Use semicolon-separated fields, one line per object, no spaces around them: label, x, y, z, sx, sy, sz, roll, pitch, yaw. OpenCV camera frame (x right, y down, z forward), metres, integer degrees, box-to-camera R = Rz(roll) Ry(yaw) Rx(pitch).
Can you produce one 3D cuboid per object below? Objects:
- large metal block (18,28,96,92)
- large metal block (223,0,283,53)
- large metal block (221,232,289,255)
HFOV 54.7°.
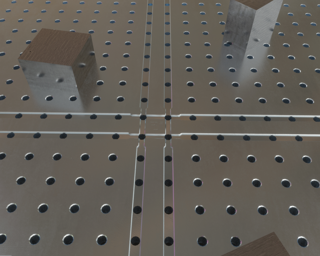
large metal block;-0.155;-0.106;0.478;0.080;0.050;0.080;9;51;7
large metal block;0.160;-0.190;0.533;0.080;0.080;0.050;-36;59;-26
large metal block;0.082;0.150;0.266;0.081;0.050;0.080;-18;52;-15
